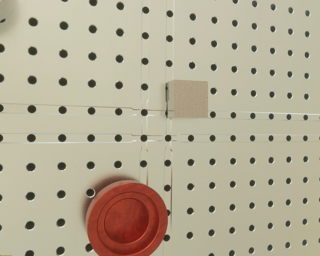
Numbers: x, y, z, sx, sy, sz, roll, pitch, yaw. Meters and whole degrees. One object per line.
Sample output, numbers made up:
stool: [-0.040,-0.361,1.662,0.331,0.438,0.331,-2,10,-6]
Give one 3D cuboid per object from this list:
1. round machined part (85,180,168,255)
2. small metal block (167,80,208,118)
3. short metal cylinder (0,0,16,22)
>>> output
round machined part: [-0.043,0.114,0.388,0.099,0.042,0.097,0,90,-20]
small metal block: [0.038,-0.039,0.426,0.050,0.025,0.050,0,90,-20]
short metal cylinder: [-0.198,-0.154,0.326,0.081,0.050,0.080,0,90,-20]
